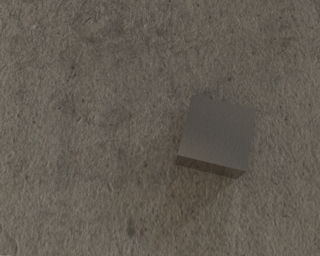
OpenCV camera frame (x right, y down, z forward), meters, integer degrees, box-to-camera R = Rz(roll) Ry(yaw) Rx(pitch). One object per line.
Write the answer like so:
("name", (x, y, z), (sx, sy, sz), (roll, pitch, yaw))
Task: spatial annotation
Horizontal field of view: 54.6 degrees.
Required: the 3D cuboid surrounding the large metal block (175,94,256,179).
("large metal block", (0.069, 0.012, 0.391), (0.080, 0.050, 0.080), (13, 71, 5))
